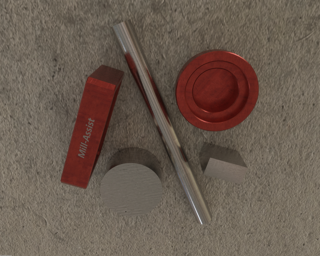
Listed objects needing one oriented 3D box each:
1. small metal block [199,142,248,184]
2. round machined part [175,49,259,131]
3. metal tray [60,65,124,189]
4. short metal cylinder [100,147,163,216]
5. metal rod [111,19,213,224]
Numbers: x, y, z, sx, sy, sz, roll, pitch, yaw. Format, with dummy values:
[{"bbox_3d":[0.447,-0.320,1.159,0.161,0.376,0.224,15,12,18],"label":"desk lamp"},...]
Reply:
[{"bbox_3d":[0.082,0.046,0.413,0.050,0.050,0.025,16,109,-6],"label":"small metal block"},{"bbox_3d":[0.067,-0.048,0.385,0.099,0.042,0.097,0,110,-1],"label":"round machined part"},{"bbox_3d":[-0.080,-0.004,0.374,0.030,0.090,0.129,17,109,-7],"label":"metal tray"},{"bbox_3d":[-0.037,0.072,0.424,0.081,0.050,0.079,0,110,-1],"label":"short metal cylinder"},{"bbox_3d":[0.010,0.006,0.414,0.025,0.025,0.299,-21,109,7],"label":"metal rod"}]
